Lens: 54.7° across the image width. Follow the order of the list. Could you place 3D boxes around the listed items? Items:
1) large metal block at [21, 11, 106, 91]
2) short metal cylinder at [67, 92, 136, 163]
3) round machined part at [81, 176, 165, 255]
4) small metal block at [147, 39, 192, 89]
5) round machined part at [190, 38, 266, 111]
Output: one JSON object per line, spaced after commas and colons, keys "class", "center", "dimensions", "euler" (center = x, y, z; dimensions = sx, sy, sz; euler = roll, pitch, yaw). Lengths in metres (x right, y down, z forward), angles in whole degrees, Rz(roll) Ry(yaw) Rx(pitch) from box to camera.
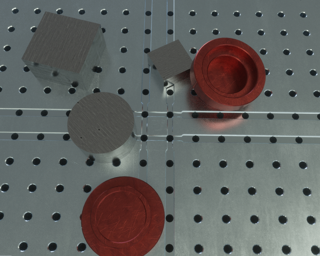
{"class": "large metal block", "center": [-0.131, -0.108, 0.437], "dimensions": [0.080, 0.050, 0.080], "euler": [15, 71, 5]}
{"class": "short metal cylinder", "center": [-0.071, 0.001, 0.397], "dimensions": [0.081, 0.050, 0.080], "euler": [0, 70, 0]}
{"class": "round machined part", "center": [-0.044, 0.105, 0.364], "dimensions": [0.099, 0.042, 0.098], "euler": [0, 70, 0]}
{"class": "small metal block", "center": [0.016, -0.092, 0.445], "dimensions": [0.050, 0.025, 0.050], "euler": [-26, 72, -9]}
{"class": "round machined part", "center": [0.088, -0.069, 0.423], "dimensions": [0.099, 0.042, 0.098], "euler": [2, 75, -9]}
